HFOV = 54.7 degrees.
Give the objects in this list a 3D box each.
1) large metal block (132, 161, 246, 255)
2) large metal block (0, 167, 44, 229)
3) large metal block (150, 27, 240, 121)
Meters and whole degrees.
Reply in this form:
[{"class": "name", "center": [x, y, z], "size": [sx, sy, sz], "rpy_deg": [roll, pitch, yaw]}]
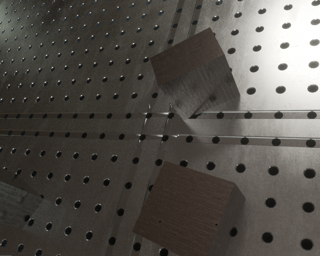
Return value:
[{"class": "large metal block", "center": [0.032, 0.089, 0.320], "size": [0.080, 0.050, 0.080], "rpy_deg": [14, 69, 33]}, {"class": "large metal block", "center": [-0.227, 0.090, 0.434], "size": [0.080, 0.080, 0.050], "rpy_deg": [25, 75, 36]}, {"class": "large metal block", "center": [0.045, -0.064, 0.388], "size": [0.080, 0.080, 0.050], "rpy_deg": [-25, 53, 13]}]
